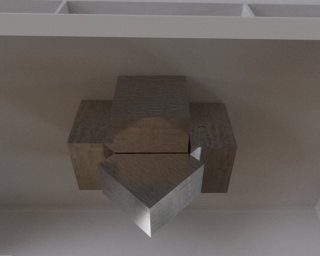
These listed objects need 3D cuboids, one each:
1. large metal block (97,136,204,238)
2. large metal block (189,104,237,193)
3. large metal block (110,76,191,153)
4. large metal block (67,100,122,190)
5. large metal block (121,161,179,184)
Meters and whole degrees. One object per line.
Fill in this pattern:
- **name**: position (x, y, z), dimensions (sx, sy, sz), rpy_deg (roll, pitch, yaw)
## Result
- **large metal block**: position (-0.009, 0.057, 0.346), dimensions (0.081, 0.080, 0.050), rpy_deg (-33, 140, -33)
- **large metal block**: position (0.058, 0.025, 0.390), dimensions (0.050, 0.080, 0.079), rpy_deg (0, 130, -1)
- **large metal block**: position (-0.010, -0.018, 0.356), dimensions (0.081, 0.080, 0.050), rpy_deg (0, 130, 0)
- **large metal block**: position (-0.075, 0.021, 0.389), dimensions (0.050, 0.080, 0.079), rpy_deg (0, 130, 0)
- **large metal block**: position (-0.009, 0.059, 0.421), dimensions (0.081, 0.080, 0.050), rpy_deg (0, 130, 0)
